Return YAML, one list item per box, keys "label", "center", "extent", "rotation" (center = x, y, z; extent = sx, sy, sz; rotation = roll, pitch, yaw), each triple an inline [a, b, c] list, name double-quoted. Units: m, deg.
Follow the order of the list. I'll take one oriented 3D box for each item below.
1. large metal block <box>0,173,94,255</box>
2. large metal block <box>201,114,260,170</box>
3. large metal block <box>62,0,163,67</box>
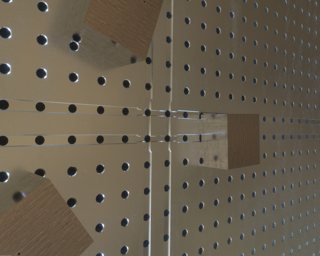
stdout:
- label: "large metal block"
  center: [-0.124, 0.101, 0.289]
  extent: [0.080, 0.050, 0.080]
  rotation: [-41, 115, -32]
- label: "large metal block"
  center: [0.111, 0.018, 0.484]
  extent: [0.081, 0.050, 0.080]
  rotation: [-2, 91, -40]
- label: "large metal block"
  center: [-0.051, -0.126, 0.349]
  extent: [0.080, 0.050, 0.080]
  rotation: [24, 75, -37]
